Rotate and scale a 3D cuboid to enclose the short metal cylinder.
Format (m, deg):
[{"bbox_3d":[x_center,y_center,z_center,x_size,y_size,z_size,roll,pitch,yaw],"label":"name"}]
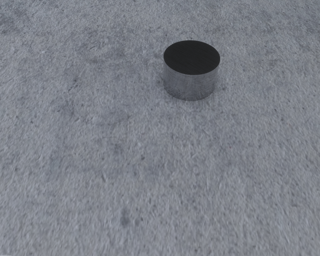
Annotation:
[{"bbox_3d":[0.045,-0.086,0.460,0.081,0.050,0.080,0,50,0],"label":"short metal cylinder"}]
